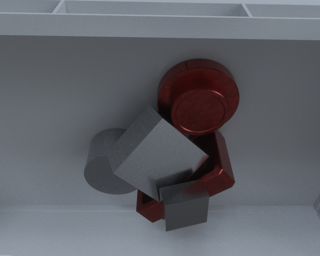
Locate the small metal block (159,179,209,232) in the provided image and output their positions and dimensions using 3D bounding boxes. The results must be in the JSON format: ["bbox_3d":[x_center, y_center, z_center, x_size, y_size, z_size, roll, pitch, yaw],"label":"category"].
[{"bbox_3d":[0.028,0.090,0.359,0.050,0.025,0.050,-10,130,-9],"label":"small metal block"}]

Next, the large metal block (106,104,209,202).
[{"bbox_3d":[-0.004,0.032,0.371,0.080,0.050,0.080,39,95,-28],"label":"large metal block"}]

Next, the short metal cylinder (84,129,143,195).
[{"bbox_3d":[-0.060,0.048,0.430,0.081,0.050,0.079,0,130,0],"label":"short metal cylinder"}]

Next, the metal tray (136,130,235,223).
[{"bbox_3d":[0.029,0.061,0.416,0.130,0.090,0.030,-31,123,23],"label":"metal tray"}]

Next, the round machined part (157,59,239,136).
[{"bbox_3d":[0.046,-0.029,0.371,0.099,0.042,0.097,-1,130,0],"label":"round machined part"}]
